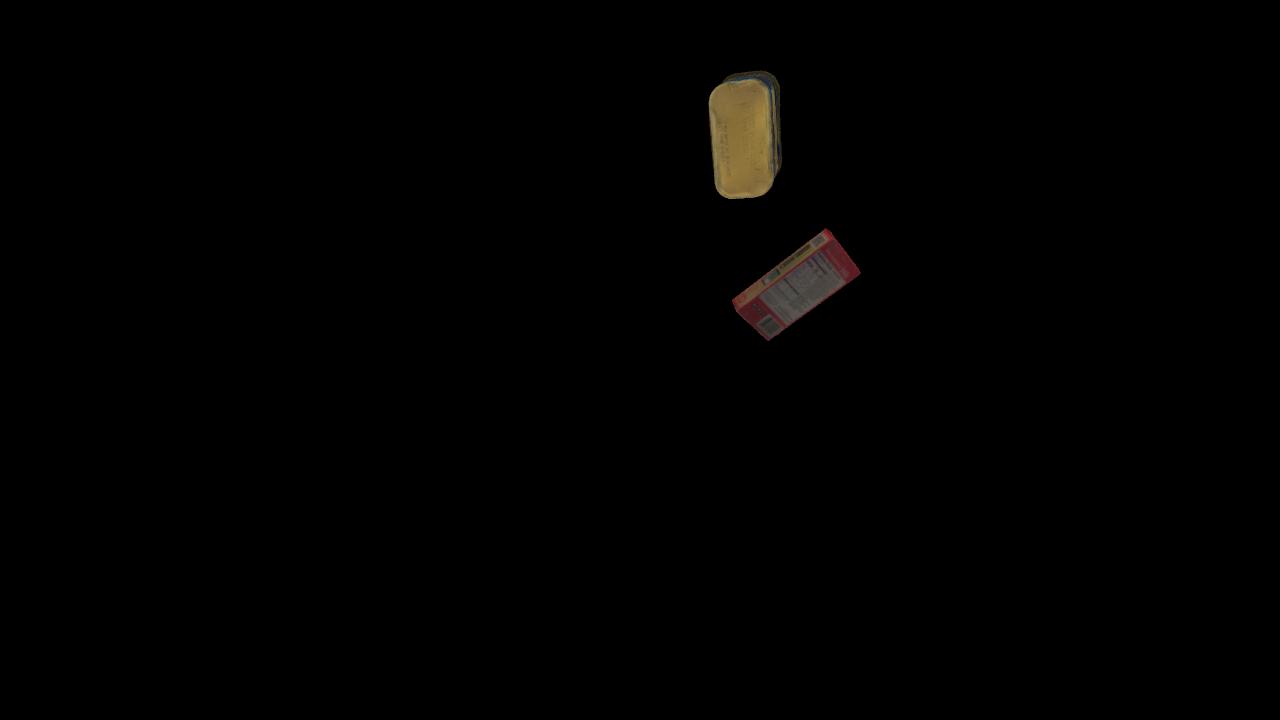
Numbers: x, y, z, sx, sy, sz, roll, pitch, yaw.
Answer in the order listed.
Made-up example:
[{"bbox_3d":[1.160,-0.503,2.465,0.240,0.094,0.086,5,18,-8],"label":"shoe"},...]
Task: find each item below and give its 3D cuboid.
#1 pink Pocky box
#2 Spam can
[{"bbox_3d":[0.209,-0.098,0.825,0.155,0.029,0.084,-38,-49,20],"label":"pink Pocky box"},{"bbox_3d":[0.096,-0.203,0.556,0.058,0.101,0.085,-1,27,16],"label":"Spam can"}]
